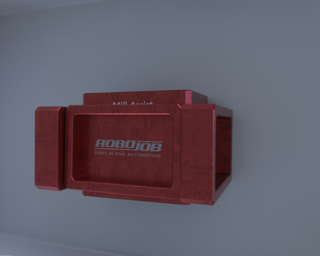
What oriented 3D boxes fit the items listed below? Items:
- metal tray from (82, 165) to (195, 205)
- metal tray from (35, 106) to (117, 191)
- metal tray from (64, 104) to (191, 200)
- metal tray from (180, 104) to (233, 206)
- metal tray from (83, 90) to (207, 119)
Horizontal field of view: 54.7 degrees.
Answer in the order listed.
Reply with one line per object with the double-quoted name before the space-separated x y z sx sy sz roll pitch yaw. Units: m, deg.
"metal tray" -0.016 0.064 0.378 0.130 0.090 0.030 0 90 20
"metal tray" -0.098 0.021 0.388 0.030 0.130 0.089 1 91 20
"metal tray" -0.035 0.021 0.323 0.130 0.030 0.089 1 90 19
"metal tray" 0.054 0.022 0.333 0.030 0.130 0.089 1 91 20
"metal tray" -0.015 -0.026 0.378 0.130 0.090 0.030 0 91 20
